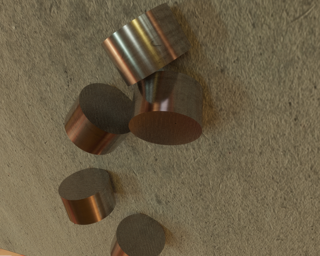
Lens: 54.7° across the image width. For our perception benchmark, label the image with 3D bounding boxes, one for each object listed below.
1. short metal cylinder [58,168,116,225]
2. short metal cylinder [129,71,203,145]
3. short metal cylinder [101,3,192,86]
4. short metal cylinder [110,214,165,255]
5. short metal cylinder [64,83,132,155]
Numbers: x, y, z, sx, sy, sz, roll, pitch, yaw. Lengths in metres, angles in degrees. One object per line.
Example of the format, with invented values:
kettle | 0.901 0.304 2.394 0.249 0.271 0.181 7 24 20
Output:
short metal cylinder | -0.116 0.108 0.500 0.080 0.080 0.050 4 120 26
short metal cylinder | 0.008 -0.020 0.350 0.080 0.050 0.080 4 152 3
short metal cylinder | -0.014 -0.086 0.325 0.080 0.080 0.050 -23 106 36
short metal cylinder | -0.037 0.190 0.508 0.080 0.080 0.050 29 128 10
short metal cylinder | -0.076 -0.012 0.404 0.080 0.080 0.050 43 129 -2
